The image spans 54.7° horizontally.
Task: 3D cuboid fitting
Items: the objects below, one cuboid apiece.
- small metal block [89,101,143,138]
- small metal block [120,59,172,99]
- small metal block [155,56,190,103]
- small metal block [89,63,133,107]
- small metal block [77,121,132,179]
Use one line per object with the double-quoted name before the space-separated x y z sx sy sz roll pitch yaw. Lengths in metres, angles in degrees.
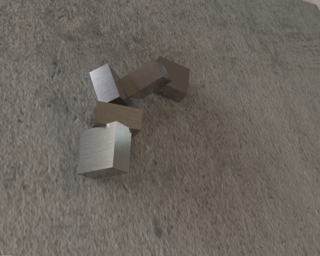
"small metal block" -0.053 -0.006 0.360 0.050 0.050 0.025 10 69 -19
"small metal block" -0.017 -0.062 0.403 0.025 0.050 0.050 62 15 5
"small metal block" 0.014 -0.071 0.457 0.050 0.025 0.050 21 54 -17
"small metal block" -0.057 -0.042 0.379 0.025 0.050 0.050 -26 64 7
"small metal block" -0.059 0.025 0.334 0.025 0.050 0.050 32 51 -49
